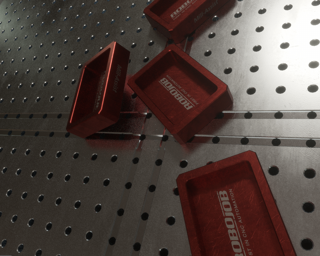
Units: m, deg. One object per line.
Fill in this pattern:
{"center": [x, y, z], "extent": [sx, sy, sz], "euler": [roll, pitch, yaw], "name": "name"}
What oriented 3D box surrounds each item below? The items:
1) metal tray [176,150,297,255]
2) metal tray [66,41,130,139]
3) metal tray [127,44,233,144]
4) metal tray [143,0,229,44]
{"center": [0.073, 0.096, 0.306], "extent": [0.090, 0.030, 0.130], "euler": [-22, 54, 14], "name": "metal tray"}
{"center": [-0.092, -0.057, 0.467], "extent": [0.090, 0.030, 0.130], "euler": [-22, 51, 40], "name": "metal tray"}
{"center": [0.023, -0.051, 0.423], "extent": [0.090, 0.030, 0.130], "euler": [-41, 51, 0], "name": "metal tray"}
{"center": [0.048, -0.206, 0.505], "extent": [0.130, 0.030, 0.090], "euler": [-41, 51, 0], "name": "metal tray"}
